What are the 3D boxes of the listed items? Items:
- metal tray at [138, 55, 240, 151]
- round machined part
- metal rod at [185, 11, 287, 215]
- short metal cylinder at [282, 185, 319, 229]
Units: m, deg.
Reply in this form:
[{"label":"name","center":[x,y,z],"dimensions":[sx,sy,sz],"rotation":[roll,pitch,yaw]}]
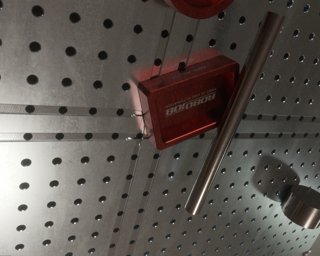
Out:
[{"label":"metal tray","center":[0.043,-0.034,0.412],"dimensions":[0.131,0.030,0.089],"rotation":[-21,127,-16]},{"label":"round machined part","center":[0.038,-0.167,0.319],"dimensions":[0.099,0.042,0.097],"rotation":[-14,125,-21]},{"label":"metal rod","center":[0.094,-0.004,0.422],"dimensions":[0.025,0.025,0.298],"rotation":[4,117,-31]},{"label":"short metal cylinder","center":[0.304,0.163,0.647],"dimensions":[0.081,0.080,0.050],"rotation":[1,118,-29]}]
